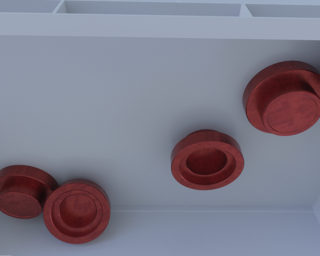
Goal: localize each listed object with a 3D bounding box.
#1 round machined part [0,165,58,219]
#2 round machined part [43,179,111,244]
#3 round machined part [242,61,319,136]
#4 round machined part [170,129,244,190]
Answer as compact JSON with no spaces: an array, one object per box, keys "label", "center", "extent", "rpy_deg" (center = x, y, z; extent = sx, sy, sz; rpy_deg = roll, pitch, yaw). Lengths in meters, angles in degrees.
[{"label":"round machined part","center":[-0.214,0.106,0.485],"extent":[0.099,0.042,0.097],"rpy_deg":[-1,130,0]},{"label":"round machined part","center":[-0.127,0.126,0.485],"extent":[0.099,0.042,0.097],"rpy_deg":[-1,98,-6]},{"label":"round machined part","center":[0.154,-0.028,0.376],"extent":[0.099,0.042,0.097],"rpy_deg":[0,130,0]},{"label":"round machined part","center":[0.064,0.040,0.433],"extent":[0.099,0.042,0.097],"rpy_deg":[-1,130,0]}]
